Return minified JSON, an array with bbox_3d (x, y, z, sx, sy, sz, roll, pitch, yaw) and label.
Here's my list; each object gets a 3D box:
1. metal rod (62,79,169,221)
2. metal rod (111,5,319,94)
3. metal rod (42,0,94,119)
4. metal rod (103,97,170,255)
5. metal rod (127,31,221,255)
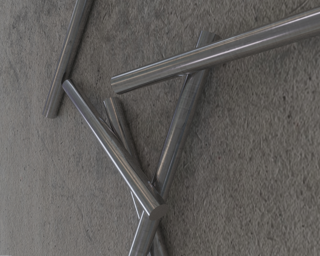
[{"bbox_3d":[-0.079,0.010,0.437,0.300,0.025,0.025,47,118,41],"label":"metal rod"},{"bbox_3d":[0.073,-0.081,0.316,0.300,0.025,0.025,-12,82,30],"label":"metal rod"},{"bbox_3d":[-0.148,-0.152,0.527,0.025,0.025,0.298,37,113,34],"label":"metal rod"},{"bbox_3d":[-0.026,0.095,0.426,0.025,0.025,0.299,-30,71,36],"label":"metal rod"},{"bbox_3d":[0.013,0.033,0.375,0.025,0.025,0.298,23,99,37],"label":"metal rod"}]
